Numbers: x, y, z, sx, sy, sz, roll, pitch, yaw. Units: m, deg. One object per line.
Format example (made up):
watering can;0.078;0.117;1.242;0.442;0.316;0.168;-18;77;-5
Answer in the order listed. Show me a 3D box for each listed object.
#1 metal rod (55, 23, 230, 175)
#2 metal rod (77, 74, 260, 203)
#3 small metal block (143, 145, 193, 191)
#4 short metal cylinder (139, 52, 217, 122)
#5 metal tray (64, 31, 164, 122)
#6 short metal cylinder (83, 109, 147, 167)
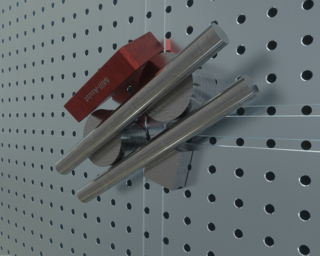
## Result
metal rod;-0.043;-0.016;0.376;0.299;0.025;0.025;-36;68;33
metal rod;-0.012;0.030;0.384;0.299;0.025;0.025;-35;69;34
small metal block;0.009;0.046;0.399;0.050;0.025;0.050;19;102;38
short metal cylinder;0.021;-0.047;0.375;0.080;0.050;0.079;0;90;39
metal tray;-0.061;-0.067;0.413;0.130;0.090;0.030;-35;100;34
short metal cylinder;-0.065;0.014;0.444;0.080;0.050;0.079;0;90;39
